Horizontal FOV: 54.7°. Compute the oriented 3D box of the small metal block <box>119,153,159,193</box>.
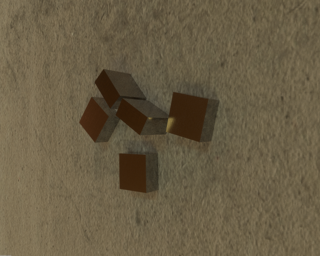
[{"bbox_3d":[-0.029,0.060,0.427,0.050,0.025,0.050,-1,89,39],"label":"small metal block"}]

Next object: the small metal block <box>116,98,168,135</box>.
[{"bbox_3d":[-0.020,-0.015,0.403,0.050,0.050,0.025,38,113,33],"label":"small metal block"}]

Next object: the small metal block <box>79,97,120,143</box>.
[{"bbox_3d":[-0.093,-0.013,0.479,0.050,0.025,0.050,46,117,30],"label":"small metal block"}]

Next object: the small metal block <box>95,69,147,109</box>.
[{"bbox_3d":[-0.055,-0.053,0.432,0.025,0.050,0.050,-48,62,29],"label":"small metal block"}]

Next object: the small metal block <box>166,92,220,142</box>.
[{"bbox_3d":[0.039,-0.014,0.372,0.050,0.025,0.050,17,101,38],"label":"small metal block"}]
